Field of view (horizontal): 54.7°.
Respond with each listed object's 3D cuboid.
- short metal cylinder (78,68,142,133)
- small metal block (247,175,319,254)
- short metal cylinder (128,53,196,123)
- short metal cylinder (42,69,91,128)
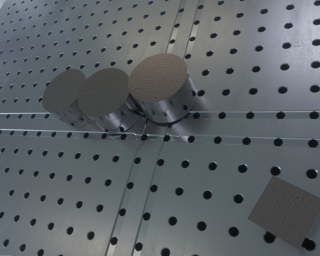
[{"bbox_3d":[-0.070,-0.039,0.446,0.080,0.050,0.080,-8,61,16],"label":"short metal cylinder"},{"bbox_3d":[0.121,0.081,0.295,0.050,0.025,0.050,27,76,37],"label":"small metal block"},{"bbox_3d":[0.004,-0.054,0.418,0.080,0.050,0.080,-10,57,16],"label":"short metal cylinder"},{"bbox_3d":[-0.138,-0.047,0.493,0.080,0.050,0.080,-13,56,21],"label":"short metal cylinder"}]
